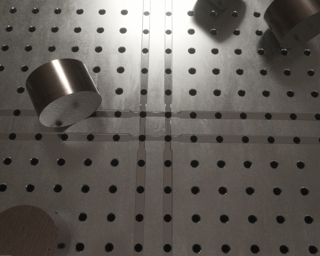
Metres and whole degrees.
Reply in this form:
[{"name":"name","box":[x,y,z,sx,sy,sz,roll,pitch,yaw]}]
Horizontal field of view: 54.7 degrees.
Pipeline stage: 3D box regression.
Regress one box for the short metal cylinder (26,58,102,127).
[{"name":"short metal cylinder","box":[-0.122,-0.043,0.397,0.080,0.080,0.050,-26,72,-9]}]

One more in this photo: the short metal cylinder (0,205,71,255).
[{"name":"short metal cylinder","box":[-0.148,0.130,0.349,0.081,0.050,0.080,0,70,0]}]

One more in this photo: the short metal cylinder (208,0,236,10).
[{"name":"short metal cylinder","box":[0.097,-0.228,0.467,0.080,0.080,0.050,-42,76,-14]}]

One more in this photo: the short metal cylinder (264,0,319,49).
[{"name":"short metal cylinder","box":[0.198,-0.159,0.443,0.080,0.080,0.050,-20,72,-8]}]
